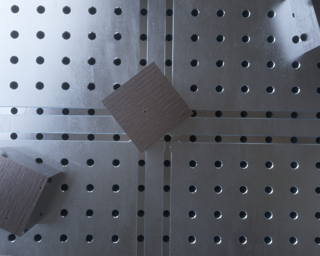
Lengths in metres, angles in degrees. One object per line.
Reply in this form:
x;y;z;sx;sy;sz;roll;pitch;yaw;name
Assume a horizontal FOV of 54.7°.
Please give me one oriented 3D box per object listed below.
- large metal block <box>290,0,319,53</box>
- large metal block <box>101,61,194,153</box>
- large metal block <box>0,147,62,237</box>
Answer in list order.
0.228;-0.153;0.404;0.080;0.050;0.080;-16;90;-1;large metal block
-0.015;-0.025;0.401;0.080;0.050;0.080;-37;90;0;large metal block
-0.188;0.079;0.398;0.080;0.050;0.080;26;90;-1;large metal block
